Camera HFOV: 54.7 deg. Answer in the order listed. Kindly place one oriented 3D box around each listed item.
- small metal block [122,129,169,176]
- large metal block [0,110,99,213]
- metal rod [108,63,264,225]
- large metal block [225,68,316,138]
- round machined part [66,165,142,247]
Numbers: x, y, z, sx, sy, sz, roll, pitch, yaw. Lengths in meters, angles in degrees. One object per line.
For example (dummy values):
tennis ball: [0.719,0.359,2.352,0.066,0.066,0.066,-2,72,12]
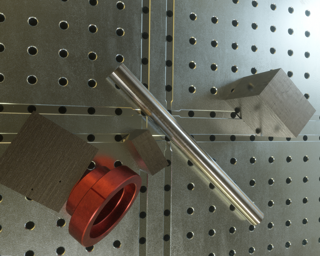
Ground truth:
small metal block: [-0.020,0.029,0.392,0.025,0.050,0.050,-33,101,-17]
large metal block: [-0.129,0.036,0.352,0.080,0.050,0.080,34,79,-17]
metal rod: [0.045,0.031,0.429,0.300,0.025,0.025,46,76,-14]
large metal block: [0.154,-0.033,0.440,0.080,0.080,0.050,45,76,-15]
round machined part: [-0.069,0.083,0.359,0.042,0.098,0.098,34,77,19]
